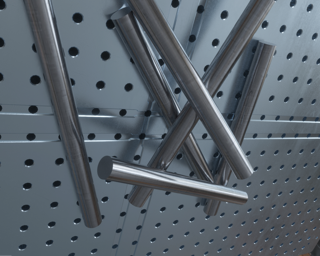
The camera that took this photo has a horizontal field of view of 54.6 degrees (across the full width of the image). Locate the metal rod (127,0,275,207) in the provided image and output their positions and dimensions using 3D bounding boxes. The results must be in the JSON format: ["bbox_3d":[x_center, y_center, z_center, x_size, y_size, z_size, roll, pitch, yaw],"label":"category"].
[{"bbox_3d":[0.042,-0.023,0.384,0.025,0.025,0.299,20,109,-36],"label":"metal rod"}]

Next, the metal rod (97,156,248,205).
[{"bbox_3d":[0.042,0.080,0.427,0.301,0.025,0.025,22,107,-45],"label":"metal rod"}]

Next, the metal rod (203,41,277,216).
[{"bbox_3d":[0.117,0.016,0.484,0.025,0.025,0.298,-2,120,-27],"label":"metal rod"}]

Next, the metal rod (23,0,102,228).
[{"bbox_3d":[-0.102,0.007,0.359,0.025,0.025,0.298,-17,125,-19],"label":"metal rod"}]

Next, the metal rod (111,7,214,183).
[{"bbox_3d":[0.018,-0.016,0.410,0.025,0.025,0.299,-34,129,-6],"label":"metal rod"}]

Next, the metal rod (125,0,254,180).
[{"bbox_3d":[0.030,-0.055,0.340,0.025,0.025,0.300,-37,113,-4],"label":"metal rod"}]
